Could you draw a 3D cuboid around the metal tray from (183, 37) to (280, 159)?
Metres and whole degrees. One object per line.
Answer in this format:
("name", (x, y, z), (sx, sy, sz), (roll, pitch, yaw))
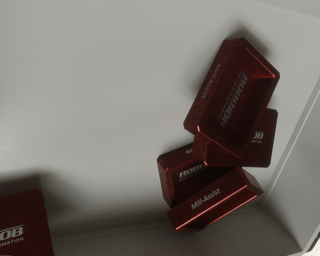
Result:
("metal tray", (0.095, -0.037, 0.398), (0.090, 0.030, 0.130), (32, 80, -31))

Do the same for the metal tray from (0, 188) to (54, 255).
("metal tray", (-0.193, 0.126, 0.344), (0.131, 0.030, 0.090), (-10, 81, -23))

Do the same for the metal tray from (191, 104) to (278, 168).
("metal tray", (0.112, 0.009, 0.451), (0.131, 0.030, 0.089), (6, 93, -31))

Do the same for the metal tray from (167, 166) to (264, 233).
("metal tray", (0.086, 0.114, 0.473), (0.130, 0.030, 0.090), (-36, 147, 14))

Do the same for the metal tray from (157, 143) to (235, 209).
("metal tray", (0.065, 0.064, 0.479), (0.131, 0.030, 0.089), (-20, 126, -17))
